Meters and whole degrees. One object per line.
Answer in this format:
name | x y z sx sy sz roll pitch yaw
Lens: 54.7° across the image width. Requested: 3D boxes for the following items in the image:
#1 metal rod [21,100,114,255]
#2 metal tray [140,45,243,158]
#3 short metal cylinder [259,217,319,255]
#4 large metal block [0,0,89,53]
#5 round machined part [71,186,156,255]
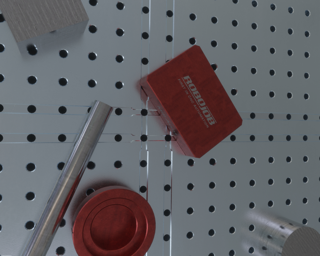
metal rod | -0.128 0.107 0.365 0.025 0.025 0.299 26 81 -18
metal tray | 0.045 -0.035 0.427 0.090 0.030 0.130 -36 102 -16
short metal cylinder | 0.200 0.184 0.473 0.081 0.050 0.079 0 90 -20
large metal block | -0.137 -0.141 0.348 0.081 0.050 0.080 -26 99 -18
round machined part | -0.059 0.120 0.382 0.099 0.042 0.097 0 90 -20
